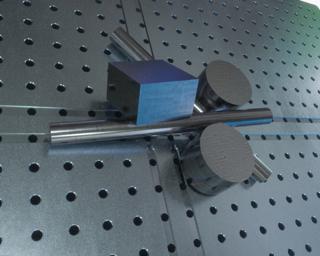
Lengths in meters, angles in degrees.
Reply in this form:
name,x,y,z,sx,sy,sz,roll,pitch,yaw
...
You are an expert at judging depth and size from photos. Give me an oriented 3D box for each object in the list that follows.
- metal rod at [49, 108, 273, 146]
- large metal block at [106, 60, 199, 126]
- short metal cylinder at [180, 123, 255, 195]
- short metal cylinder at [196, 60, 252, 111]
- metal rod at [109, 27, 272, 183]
name,x,y,z,sx,sy,sz,roll,pitch,yaw
metal rod,0.019,-0.005,0.396,0.303,0.025,0.025,-5,64,-24
large metal block,-0.012,-0.048,0.387,0.081,0.050,0.080,-11,33,-32
short metal cylinder,0.074,0.041,0.402,0.081,0.050,0.080,14,56,-21
short metal cylinder,0.091,-0.056,0.471,0.081,0.050,0.080,14,56,-21
metal rod,0.043,-0.034,0.448,0.300,0.025,0.025,44,51,2
